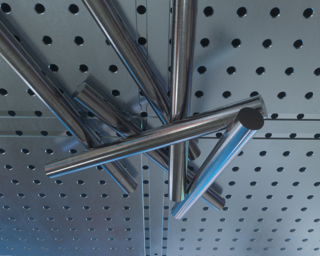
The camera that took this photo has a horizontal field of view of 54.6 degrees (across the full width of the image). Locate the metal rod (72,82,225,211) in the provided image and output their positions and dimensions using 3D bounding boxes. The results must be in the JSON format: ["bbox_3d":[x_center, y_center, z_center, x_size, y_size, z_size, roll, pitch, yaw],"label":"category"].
[{"bbox_3d":[0.001,0.041,0.445,0.025,0.025,0.301,-33,123,25],"label":"metal rod"}]

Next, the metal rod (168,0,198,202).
[{"bbox_3d":[0.024,-0.029,0.361,0.025,0.025,0.298,0,123,0],"label":"metal rod"}]

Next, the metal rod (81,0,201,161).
[{"bbox_3d":[-0.021,-0.064,0.356,0.025,0.025,0.300,-21,127,17],"label":"metal rod"}]

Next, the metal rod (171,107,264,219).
[{"bbox_3d":[0.057,0.068,0.407,0.025,0.025,0.299,8,148,-7],"label":"metal rod"}]

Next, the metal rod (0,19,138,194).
[{"bbox_3d":[-0.113,-0.009,0.402,0.025,0.025,0.300,-21,127,17],"label":"metal rod"}]

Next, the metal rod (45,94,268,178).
[{"bbox_3d":[-0.025,0.019,0.375,0.300,0.025,0.025,-17,129,26],"label":"metal rod"}]
